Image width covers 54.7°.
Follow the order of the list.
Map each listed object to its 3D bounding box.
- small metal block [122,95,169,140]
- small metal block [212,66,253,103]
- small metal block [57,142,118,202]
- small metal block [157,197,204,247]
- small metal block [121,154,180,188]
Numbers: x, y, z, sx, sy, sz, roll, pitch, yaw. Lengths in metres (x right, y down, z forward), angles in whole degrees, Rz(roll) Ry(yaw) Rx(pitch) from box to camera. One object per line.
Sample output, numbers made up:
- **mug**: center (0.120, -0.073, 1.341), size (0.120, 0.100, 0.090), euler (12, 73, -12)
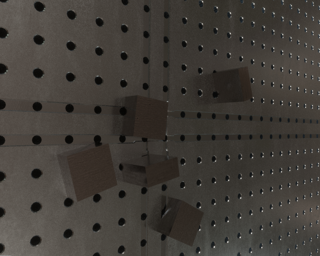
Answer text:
- **small metal block**: center (-0.018, -0.012, 0.396), size (0.050, 0.025, 0.050), euler (9, 85, -40)
- **small metal block**: center (0.115, -0.068, 0.492), size (0.025, 0.050, 0.050), euler (-21, 104, -38)
- **small metal block**: center (-0.080, 0.047, 0.344), size (0.050, 0.025, 0.050), euler (-18, 102, -39)
- **small metal block**: center (0.030, 0.132, 0.437), size (0.050, 0.025, 0.050), euler (37, 67, -34)
- **small metal block**: center (-0.012, 0.052, 0.385), size (0.050, 0.050, 0.025), euler (-12, 98, -40)
